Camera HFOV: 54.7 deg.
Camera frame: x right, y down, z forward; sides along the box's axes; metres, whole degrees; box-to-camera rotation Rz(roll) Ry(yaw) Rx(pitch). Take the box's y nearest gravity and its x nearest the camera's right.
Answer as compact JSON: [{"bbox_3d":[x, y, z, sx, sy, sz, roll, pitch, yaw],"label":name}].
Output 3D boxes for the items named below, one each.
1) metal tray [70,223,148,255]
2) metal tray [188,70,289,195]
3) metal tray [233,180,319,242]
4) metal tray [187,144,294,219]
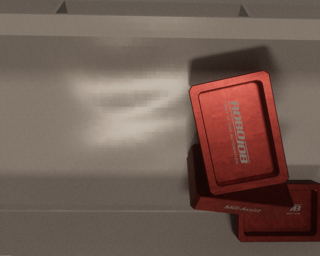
[{"bbox_3d":[-0.100,0.237,0.609,0.131,0.030,0.089,19,128,-16],"label":"metal tray"},{"bbox_3d":[0.090,0.006,0.364,0.090,0.030,0.129,-12,94,6],"label":"metal tray"},{"bbox_3d":[0.184,0.129,0.485,0.131,0.030,0.089,0,91,-1],"label":"metal tray"},{"bbox_3d":[0.106,0.072,0.428,0.131,0.090,0.030,8,133,-8],"label":"metal tray"}]
